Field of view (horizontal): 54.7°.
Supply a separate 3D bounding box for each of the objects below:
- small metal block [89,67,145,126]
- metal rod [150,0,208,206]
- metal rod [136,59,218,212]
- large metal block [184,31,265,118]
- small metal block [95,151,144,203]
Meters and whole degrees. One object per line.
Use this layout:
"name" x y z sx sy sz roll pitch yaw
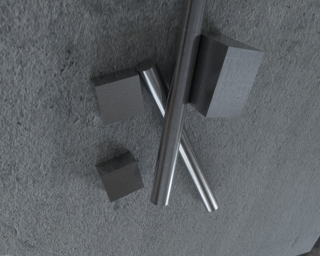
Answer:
"small metal block" -0.049 -0.037 0.359 0.050 0.025 0.050 -20 126 -17
"metal rod" 0.023 -0.044 0.364 0.025 0.025 0.298 0 110 -29
"metal rod" 0.037 0.032 0.448 0.025 0.025 0.299 -33 129 -7
"large metal block" 0.065 -0.066 0.368 0.050 0.080 0.079 0 119 -29
"small metal block" -0.054 0.066 0.420 0.050 0.025 0.050 -23 127 -15
